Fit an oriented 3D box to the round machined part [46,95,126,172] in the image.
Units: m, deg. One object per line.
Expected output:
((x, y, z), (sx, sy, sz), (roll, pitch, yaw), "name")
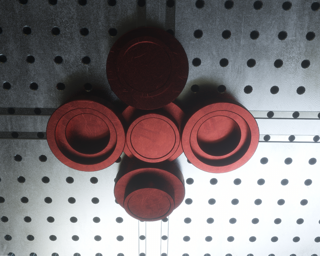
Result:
((-0.092, 0.004, 0.404), (0.099, 0.042, 0.097), (0, 110, -1), "round machined part")

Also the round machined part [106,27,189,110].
((-0.015, -0.070, 0.366), (0.099, 0.042, 0.097), (0, 96, 1), "round machined part")

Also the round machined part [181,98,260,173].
((0.076, 0.007, 0.407), (0.099, 0.042, 0.097), (0, 110, -1), "round machined part")

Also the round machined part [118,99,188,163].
((-0.009, 0.006, 0.405), (0.099, 0.042, 0.097), (0, 110, -1), "round machined part")

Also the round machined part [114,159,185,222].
((-0.014, 0.091, 0.425), (0.099, 0.042, 0.097), (0, 125, 0), "round machined part")
